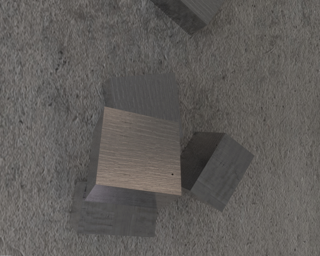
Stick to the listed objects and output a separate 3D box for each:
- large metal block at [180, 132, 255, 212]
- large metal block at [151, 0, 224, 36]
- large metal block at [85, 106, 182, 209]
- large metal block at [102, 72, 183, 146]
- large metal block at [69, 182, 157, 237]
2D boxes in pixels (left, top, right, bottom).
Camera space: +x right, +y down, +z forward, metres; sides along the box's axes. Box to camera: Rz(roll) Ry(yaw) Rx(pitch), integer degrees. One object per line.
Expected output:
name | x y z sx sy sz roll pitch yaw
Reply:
large metal block | 0.062 0.052 0.402 0.050 0.080 0.080 37 78 -17
large metal block | 0.042 -0.186 0.411 0.080 0.050 0.080 37 78 -17
large metal block | -0.027 0.033 0.315 0.081 0.050 0.080 12 57 -19
large metal block | -0.023 -0.023 0.387 0.081 0.050 0.079 -9 93 -20
large metal block | -0.055 0.091 0.356 0.081 0.080 0.050 11 77 -20
